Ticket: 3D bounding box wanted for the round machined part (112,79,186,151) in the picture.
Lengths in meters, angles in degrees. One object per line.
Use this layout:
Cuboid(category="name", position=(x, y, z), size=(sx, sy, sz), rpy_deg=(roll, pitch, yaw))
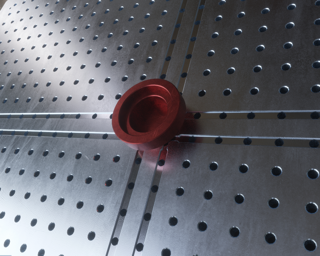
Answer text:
Cuboid(category="round machined part", position=(-0.011, -0.014, 0.412), size=(0.098, 0.042, 0.098), rpy_deg=(-13, 56, 21))
